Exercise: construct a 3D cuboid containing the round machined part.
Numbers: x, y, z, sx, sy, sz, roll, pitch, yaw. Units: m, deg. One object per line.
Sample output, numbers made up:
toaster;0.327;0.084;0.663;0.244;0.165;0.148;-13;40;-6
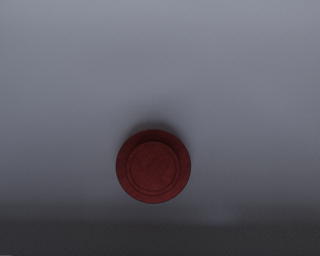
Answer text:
round machined part;-0.008;0.050;0.403;0.099;0.042;0.097;0;90;-1
